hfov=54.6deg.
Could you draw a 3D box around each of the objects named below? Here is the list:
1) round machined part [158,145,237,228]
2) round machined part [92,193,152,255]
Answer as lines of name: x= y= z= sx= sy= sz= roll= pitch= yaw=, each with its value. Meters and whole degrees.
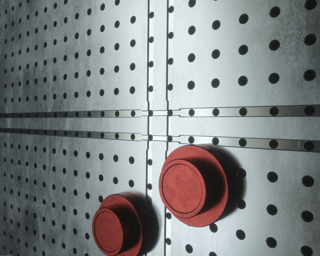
round machined part: x=0.037 y=0.069 z=0.369 sx=0.098 sy=0.042 sz=0.097 roll=0 pitch=90 yaw=40
round machined part: x=-0.061 y=0.145 z=0.450 sx=0.098 sy=0.042 sz=0.097 roll=0 pitch=90 yaw=40
